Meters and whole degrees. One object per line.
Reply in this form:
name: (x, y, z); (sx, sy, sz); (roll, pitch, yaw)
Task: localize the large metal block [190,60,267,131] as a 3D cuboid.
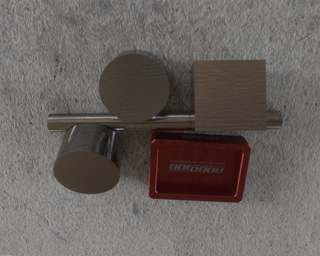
large metal block: (0.079, -0.036, 0.372); (0.081, 0.050, 0.080); (-1, 89, 0)

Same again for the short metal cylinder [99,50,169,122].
short metal cylinder: (-0.029, -0.053, 0.378); (0.081, 0.050, 0.079); (0, 110, 0)

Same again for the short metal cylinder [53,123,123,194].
short metal cylinder: (-0.090, 0.040, 0.399); (0.081, 0.050, 0.079); (-1, 131, -1)

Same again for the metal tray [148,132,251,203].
metal tray: (0.051, 0.055, 0.428); (0.131, 0.030, 0.089); (3, 110, -2)

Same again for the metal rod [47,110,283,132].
metal rod: (0.007, -0.009, 0.409); (0.302, 0.025, 0.025); (-1, 110, 0)
